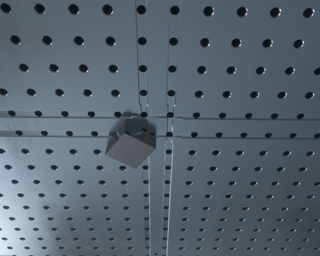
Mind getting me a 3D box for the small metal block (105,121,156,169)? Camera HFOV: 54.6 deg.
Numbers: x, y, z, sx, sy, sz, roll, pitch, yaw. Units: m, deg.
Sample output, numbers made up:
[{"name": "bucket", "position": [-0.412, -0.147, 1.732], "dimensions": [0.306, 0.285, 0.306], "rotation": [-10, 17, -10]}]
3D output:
[{"name": "small metal block", "position": [-0.040, 0.025, 0.432], "dimensions": [0.050, 0.025, 0.050], "rotation": [29, 124, -22]}]
